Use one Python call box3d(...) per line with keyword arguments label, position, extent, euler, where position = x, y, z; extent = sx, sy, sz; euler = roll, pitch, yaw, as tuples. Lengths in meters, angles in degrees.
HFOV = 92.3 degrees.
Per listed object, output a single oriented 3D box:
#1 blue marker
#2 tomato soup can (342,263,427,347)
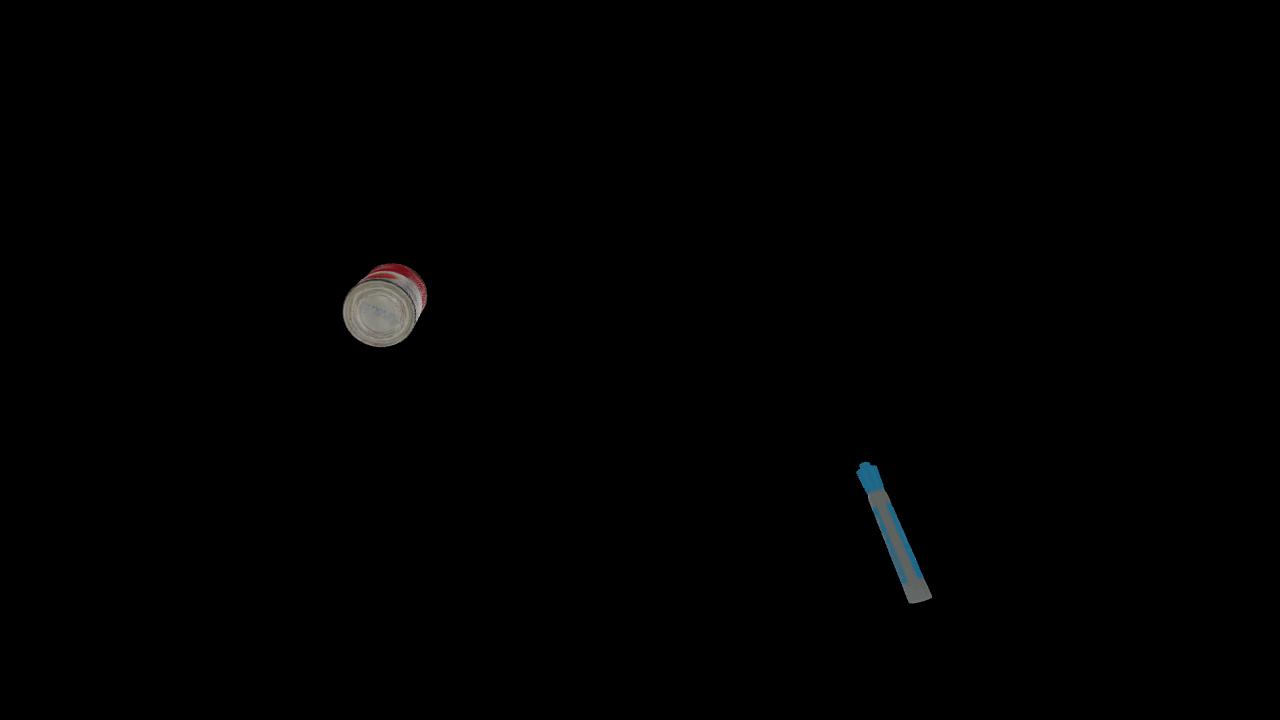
box3d(label="blue marker", position=(0.215, 0.144, 0.527), extent=(0.020, 0.121, 0.020), euler=(-9, -32, -6))
box3d(label="tomato soup can", position=(-0.255, -0.057, 0.623), extent=(0.068, 0.068, 0.101), euler=(0, 18, -13))
